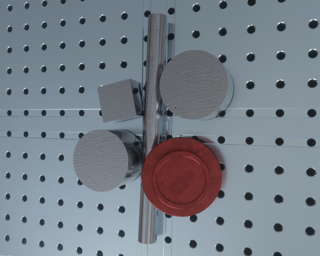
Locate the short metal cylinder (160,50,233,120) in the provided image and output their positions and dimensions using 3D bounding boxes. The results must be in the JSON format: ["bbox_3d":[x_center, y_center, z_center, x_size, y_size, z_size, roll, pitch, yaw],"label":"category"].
[{"bbox_3d":[0.046,-0.050,0.378,0.080,0.050,0.079,0,90,20],"label":"short metal cylinder"}]

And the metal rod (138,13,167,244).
[{"bbox_3d":[-0.010,0.002,0.412,0.025,0.025,0.298,3,91,20],"label":"metal rod"}]

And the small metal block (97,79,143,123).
[{"bbox_3d":[-0.054,-0.036,0.427,0.050,0.025,0.050,-12,86,19],"label":"small metal block"}]

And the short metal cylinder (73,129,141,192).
[{"bbox_3d":[-0.068,0.042,0.419,0.080,0.050,0.079,0,90,20],"label":"short metal cylinder"}]

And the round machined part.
[{"bbox_3d":[0.026,0.060,0.377,0.099,0.042,0.097,0,89,3],"label":"round machined part"}]
